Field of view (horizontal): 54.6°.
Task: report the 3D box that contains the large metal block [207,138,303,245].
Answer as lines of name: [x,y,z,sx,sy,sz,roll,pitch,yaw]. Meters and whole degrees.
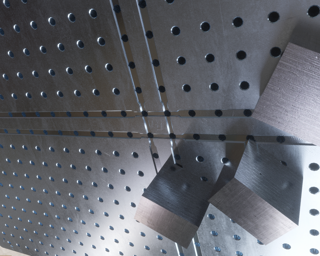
large metal block: [0.113,0.071,0.360,0.080,0.080,0.050,37,129,3]

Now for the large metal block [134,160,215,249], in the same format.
large metal block: [0.023,0.102,0.427,0.080,0.080,0.050,27,128,11]

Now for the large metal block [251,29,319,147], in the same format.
large metal block: [0.146,-0.037,0.296,0.080,0.050,0.079,26,128,12]
